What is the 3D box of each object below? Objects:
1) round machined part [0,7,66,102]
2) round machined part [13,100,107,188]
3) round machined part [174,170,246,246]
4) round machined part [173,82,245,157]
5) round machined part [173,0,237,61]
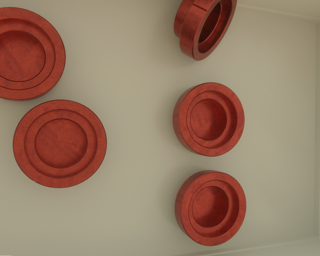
[{"bbox_3d":[-0.157,-0.078,0.343,0.099,0.042,0.097,0,90,-20],"label":"round machined part"},{"bbox_3d":[-0.115,0.017,0.359,0.099,0.042,0.097,0,90,-20],"label":"round machined part"},{"bbox_3d":[0.065,0.106,0.425,0.099,0.042,0.097,0,90,-20],"label":"round machined part"},{"bbox_3d":[0.062,-0.011,0.424,0.099,0.042,0.097,0,90,-20],"label":"round machined part"},{"bbox_3d":[0.054,-0.141,0.402,0.042,0.098,0.098,35,76,19],"label":"round machined part"}]
